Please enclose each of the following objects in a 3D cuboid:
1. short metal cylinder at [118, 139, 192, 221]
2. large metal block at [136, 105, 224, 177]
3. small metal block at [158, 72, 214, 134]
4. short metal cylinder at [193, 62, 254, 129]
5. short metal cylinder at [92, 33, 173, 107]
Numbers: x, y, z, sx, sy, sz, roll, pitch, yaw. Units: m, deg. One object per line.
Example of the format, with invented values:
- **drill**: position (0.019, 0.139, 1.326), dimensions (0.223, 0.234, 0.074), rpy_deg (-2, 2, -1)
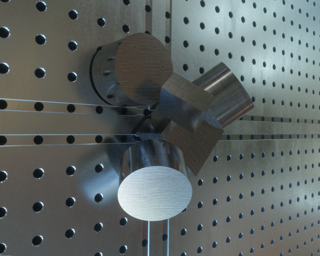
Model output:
- **short metal cylinder**: position (-0.007, 0.060, 0.356), dimensions (0.081, 0.050, 0.079), rpy_deg (-2, 121, -4)
- **large metal block**: position (0.029, 0.005, 0.410), dimensions (0.080, 0.050, 0.080), rpy_deg (52, 60, -28)
- **small metal block**: position (0.027, -0.027, 0.347), dimensions (0.050, 0.050, 0.025), rpy_deg (33, 64, 12)
- **short metal cylinder**: position (0.086, -0.045, 0.432), dimensions (0.050, 0.080, 0.080), rpy_deg (-35, 118, 8)
- **short metal cylinder**: position (-0.031, -0.066, 0.363), dimensions (0.081, 0.050, 0.079), rpy_deg (0, 90, -40)
